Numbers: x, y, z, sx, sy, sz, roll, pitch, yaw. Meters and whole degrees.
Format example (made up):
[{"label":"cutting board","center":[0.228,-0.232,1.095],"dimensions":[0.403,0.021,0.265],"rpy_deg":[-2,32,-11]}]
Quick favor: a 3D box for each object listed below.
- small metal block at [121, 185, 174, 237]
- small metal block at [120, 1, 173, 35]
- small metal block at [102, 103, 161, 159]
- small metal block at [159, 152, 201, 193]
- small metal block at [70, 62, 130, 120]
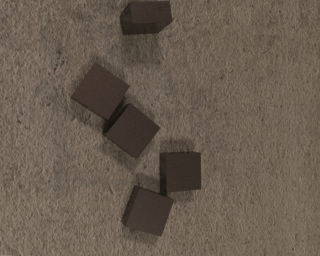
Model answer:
[{"label":"small metal block","center":[-0.016,0.108,0.404],"dimensions":[0.050,0.025,0.050],"rpy_deg":[22,83,-19]},{"label":"small metal block","center":[-0.019,-0.137,0.390],"dimensions":[0.050,0.050,0.025],"rpy_deg":[-10,94,-20]},{"label":"small metal block","center":[-0.037,0.004,0.396],"dimensions":[0.050,0.025,0.050],"rpy_deg":[40,77,-16]},{"label":"small metal block","center":[0.028,0.058,0.421],"dimensions":[0.050,0.025,0.050],"rpy_deg":[-1,90,-21]},{"label":"small metal block","center":[-0.074,-0.045,0.382],"dimensions":[0.050,0.025,0.050],"rpy_deg":[34,79,-17]}]
